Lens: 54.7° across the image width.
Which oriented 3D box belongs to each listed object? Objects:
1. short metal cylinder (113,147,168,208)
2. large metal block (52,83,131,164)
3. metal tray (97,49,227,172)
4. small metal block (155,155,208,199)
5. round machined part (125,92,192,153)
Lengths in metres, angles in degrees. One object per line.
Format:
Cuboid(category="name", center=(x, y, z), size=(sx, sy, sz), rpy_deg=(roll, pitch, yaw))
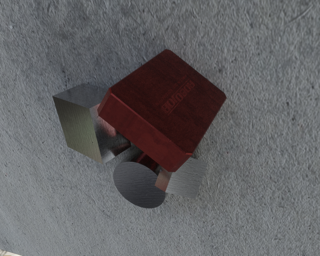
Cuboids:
Cuboid(category="short metal cylinder", center=(-0.019, 0.067, 0.443), size=(0.080, 0.050, 0.079), rpy_deg=(13, 124, 20))
Cuboid(category="large metal block", center=(-0.091, -0.008, 0.417), size=(0.080, 0.050, 0.079), rpy_deg=(18, 128, 38))
Cuboid(category="metal tray", center=(0.010, -0.026, 0.317), size=(0.090, 0.131, 0.030), rpy_deg=(39, 129, 1))
Cuboid(category="small metal block", center=(0.028, 0.060, 0.399), size=(0.050, 0.050, 0.025), rpy_deg=(21, 178, -34))
Cuboid(category="round machined part", center=(-0.006, -0.008, 0.395), size=(0.098, 0.042, 0.097), rpy_deg=(13, 124, 20))
